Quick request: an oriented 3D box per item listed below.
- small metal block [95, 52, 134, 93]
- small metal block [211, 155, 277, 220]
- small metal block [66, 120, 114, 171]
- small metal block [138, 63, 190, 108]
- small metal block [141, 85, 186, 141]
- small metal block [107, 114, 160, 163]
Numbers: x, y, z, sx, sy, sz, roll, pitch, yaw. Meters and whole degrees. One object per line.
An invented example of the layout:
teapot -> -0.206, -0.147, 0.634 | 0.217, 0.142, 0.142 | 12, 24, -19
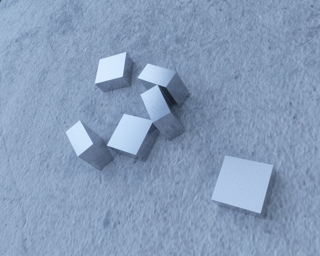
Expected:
small metal block -> -0.072, -0.089, 0.494 | 0.050, 0.025, 0.050 | -10, 57, 22
small metal block -> 0.087, 0.061, 0.320 | 0.050, 0.025, 0.050 | 10, 66, 32
small metal block -> -0.095, 0.024, 0.421 | 0.025, 0.050, 0.050 | -40, 51, 1
small metal block -> 0.006, -0.057, 0.418 | 0.050, 0.050, 0.025 | 24, 75, 36
small metal block -> 0.004, -0.019, 0.396 | 0.025, 0.050, 0.050 | -30, 52, 9
small metal block -> -0.034, 0.013, 0.413 | 0.050, 0.025, 0.050 | 14, 69, 33
